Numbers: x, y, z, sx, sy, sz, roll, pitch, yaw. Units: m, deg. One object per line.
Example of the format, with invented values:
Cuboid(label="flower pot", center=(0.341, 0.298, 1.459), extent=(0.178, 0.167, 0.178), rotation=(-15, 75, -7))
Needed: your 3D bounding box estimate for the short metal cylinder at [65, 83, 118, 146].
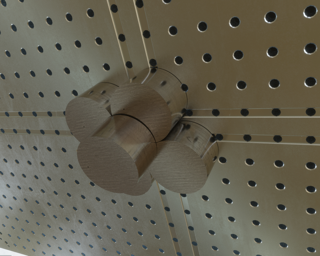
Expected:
Cuboid(label="short metal cylinder", center=(-0.081, -0.016, 0.425), extent=(0.080, 0.050, 0.079), rotation=(13, 124, 20))

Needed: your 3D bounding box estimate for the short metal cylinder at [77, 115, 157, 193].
Cuboid(label="short metal cylinder", center=(-0.051, 0.031, 0.372), extent=(0.080, 0.050, 0.079), rotation=(13, 125, 19))

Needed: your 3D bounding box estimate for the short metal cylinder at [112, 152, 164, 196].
Cuboid(label="short metal cylinder", center=(-0.038, 0.049, 0.443), extent=(0.080, 0.050, 0.079), rotation=(13, 124, 20))

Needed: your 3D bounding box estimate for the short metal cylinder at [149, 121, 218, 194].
Cuboid(label="short metal cylinder", center=(0.030, 0.038, 0.401), extent=(0.080, 0.050, 0.079), rotation=(13, 124, 20))

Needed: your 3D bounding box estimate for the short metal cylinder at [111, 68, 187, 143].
Cuboid(label="short metal cylinder", center=(-0.013, -0.028, 0.382), extent=(0.080, 0.050, 0.079), rotation=(13, 124, 20))
